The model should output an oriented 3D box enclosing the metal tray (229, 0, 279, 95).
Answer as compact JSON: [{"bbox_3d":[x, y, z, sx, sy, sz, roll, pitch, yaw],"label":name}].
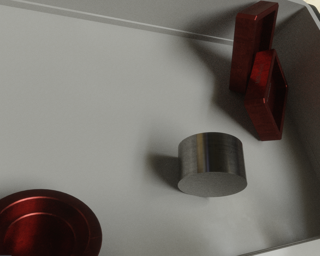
[{"bbox_3d":[0.152,-0.130,0.506,0.030,0.129,0.091,23,43,31],"label":"metal tray"}]

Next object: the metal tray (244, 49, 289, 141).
[{"bbox_3d":[0.176,-0.054,0.502,0.090,0.030,0.130,54,45,-34],"label":"metal tray"}]

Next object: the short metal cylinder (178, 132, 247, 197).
[{"bbox_3d":[0.062,0.047,0.377,0.081,0.080,0.050,15,56,-20],"label":"short metal cylinder"}]

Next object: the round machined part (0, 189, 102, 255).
[{"bbox_3d":[-0.103,0.101,0.262,0.099,0.042,0.098,17,28,-9],"label":"round machined part"}]
